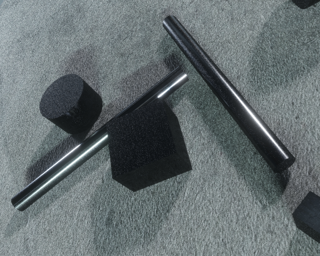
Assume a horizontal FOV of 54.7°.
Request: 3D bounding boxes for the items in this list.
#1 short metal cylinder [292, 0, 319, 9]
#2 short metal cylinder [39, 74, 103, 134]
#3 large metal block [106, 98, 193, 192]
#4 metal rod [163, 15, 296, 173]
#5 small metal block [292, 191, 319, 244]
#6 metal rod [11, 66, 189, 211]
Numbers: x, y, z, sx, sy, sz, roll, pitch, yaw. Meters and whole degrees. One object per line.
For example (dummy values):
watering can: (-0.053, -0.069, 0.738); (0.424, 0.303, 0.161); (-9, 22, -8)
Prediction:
short metal cylinder: (0.192, -0.200, 0.391); (0.050, 0.080, 0.080); (-26, 53, 12)
short metal cylinder: (-0.138, -0.037, 0.483); (0.080, 0.050, 0.080); (-13, 56, 21)
large metal block: (-0.015, 0.022, 0.382); (0.080, 0.050, 0.080); (-23, 53, 14)
metal rod: (0.071, -0.066, 0.406); (0.025, 0.025, 0.300); (-33, 51, 6)
small metal block: (0.144, 0.085, 0.261); (0.025, 0.050, 0.050); (-50, 52, -6)
metal rod: (-0.085, 0.016, 0.438); (0.300, 0.025, 0.025); (-38, 51, 2)
